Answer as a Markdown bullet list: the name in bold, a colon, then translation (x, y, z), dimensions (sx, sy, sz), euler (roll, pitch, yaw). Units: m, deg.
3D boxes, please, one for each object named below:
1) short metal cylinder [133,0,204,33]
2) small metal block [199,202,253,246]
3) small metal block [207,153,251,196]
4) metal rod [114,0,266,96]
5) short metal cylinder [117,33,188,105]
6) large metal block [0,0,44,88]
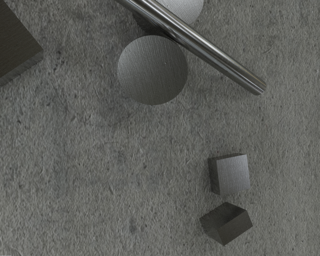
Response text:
- **short metal cylinder**: translation (0.009, -0.163, 0.400), dimensions (0.081, 0.050, 0.079), euler (0, 90, -21)
- **small metal block**: translation (0.091, 0.131, 0.431), dimensions (0.050, 0.050, 0.025), euler (-26, 99, -18)
- **small metal block**: translation (0.100, 0.066, 0.448), dimensions (0.050, 0.025, 0.050), euler (-8, 93, -20)
- **metal rod**: translation (0.037, -0.109, 0.379), dimensions (0.302, 0.025, 0.025), euler (23, 82, -36)
- **short metal cylinder**: translation (-0.008, -0.073, 0.377), dimensions (0.081, 0.050, 0.079), euler (0, 110, 0)
- **large metal block**: translation (-0.184, -0.089, 0.328), dimensions (0.080, 0.050, 0.080), euler (-41, 103, -16)
